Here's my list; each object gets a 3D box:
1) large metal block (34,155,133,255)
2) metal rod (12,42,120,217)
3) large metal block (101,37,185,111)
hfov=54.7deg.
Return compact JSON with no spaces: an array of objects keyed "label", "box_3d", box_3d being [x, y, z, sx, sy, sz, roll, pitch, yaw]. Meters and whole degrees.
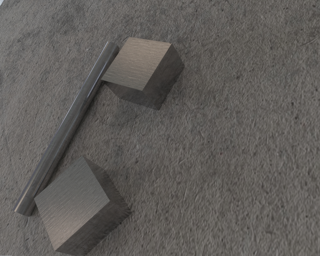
[{"label":"large metal block","box_3d":[-0.095,0.095,0.379,0.080,0.050,0.080,-42,51,-1]},{"label":"metal rod","box_3d":[-0.137,-0.010,0.482,0.025,0.025,0.300,11,67,32]},{"label":"large metal block","box_3d":[-0.024,-0.080,0.450,0.080,0.050,0.080,19,72,35]}]
